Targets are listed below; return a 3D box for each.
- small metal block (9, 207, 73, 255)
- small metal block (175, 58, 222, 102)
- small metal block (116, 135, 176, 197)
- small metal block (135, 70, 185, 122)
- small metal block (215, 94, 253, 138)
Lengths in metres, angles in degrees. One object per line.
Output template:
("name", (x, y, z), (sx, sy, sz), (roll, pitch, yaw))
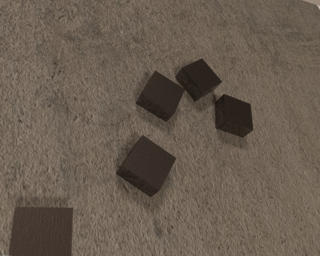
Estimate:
("small metal block", (-0.109, 0.101, 0.284), (0.050, 0.025, 0.050), (8, 58, -25))
("small metal block", (0.061, -0.076, 0.485), (0.050, 0.025, 0.050), (-32, 80, -38))
("small metal block", (-0.016, 0.045, 0.369), (0.050, 0.025, 0.050), (35, 51, -5))
("small metal block", (0.001, -0.045, 0.433), (0.050, 0.025, 0.050), (31, 51, -9))
("small metal block", (0.114, -0.019, 0.479), (0.050, 0.025, 0.050), (18, 55, -18))
